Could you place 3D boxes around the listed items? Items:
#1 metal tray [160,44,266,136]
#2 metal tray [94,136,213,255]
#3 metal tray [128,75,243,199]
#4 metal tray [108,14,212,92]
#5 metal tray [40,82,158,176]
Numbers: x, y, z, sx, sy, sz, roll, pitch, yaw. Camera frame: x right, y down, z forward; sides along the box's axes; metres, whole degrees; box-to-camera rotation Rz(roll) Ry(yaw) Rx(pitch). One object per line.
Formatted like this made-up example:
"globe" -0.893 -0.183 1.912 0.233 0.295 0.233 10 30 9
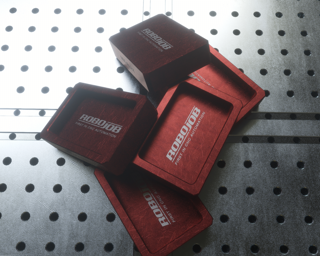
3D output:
"metal tray" 0.066 -0.056 0.430 0.090 0.030 0.130 -42 76 -14
"metal tray" -0.009 0.084 0.378 0.090 0.030 0.130 -31 73 -11
"metal tray" 0.032 0.007 0.375 0.090 0.030 0.130 27 72 9
"metal tray" -0.004 -0.106 0.416 0.090 0.030 0.130 -29 43 -11
"metal tray" -0.077 -0.005 0.377 0.130 0.030 0.090 16 67 37
